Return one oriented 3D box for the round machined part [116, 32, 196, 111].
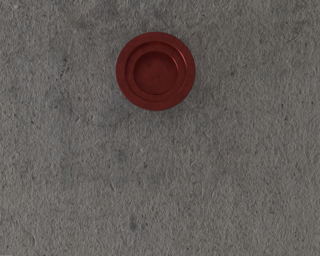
[{"bbox_3d":[-0.005,-0.070,0.401,0.099,0.042,0.097,0,90,0],"label":"round machined part"}]
